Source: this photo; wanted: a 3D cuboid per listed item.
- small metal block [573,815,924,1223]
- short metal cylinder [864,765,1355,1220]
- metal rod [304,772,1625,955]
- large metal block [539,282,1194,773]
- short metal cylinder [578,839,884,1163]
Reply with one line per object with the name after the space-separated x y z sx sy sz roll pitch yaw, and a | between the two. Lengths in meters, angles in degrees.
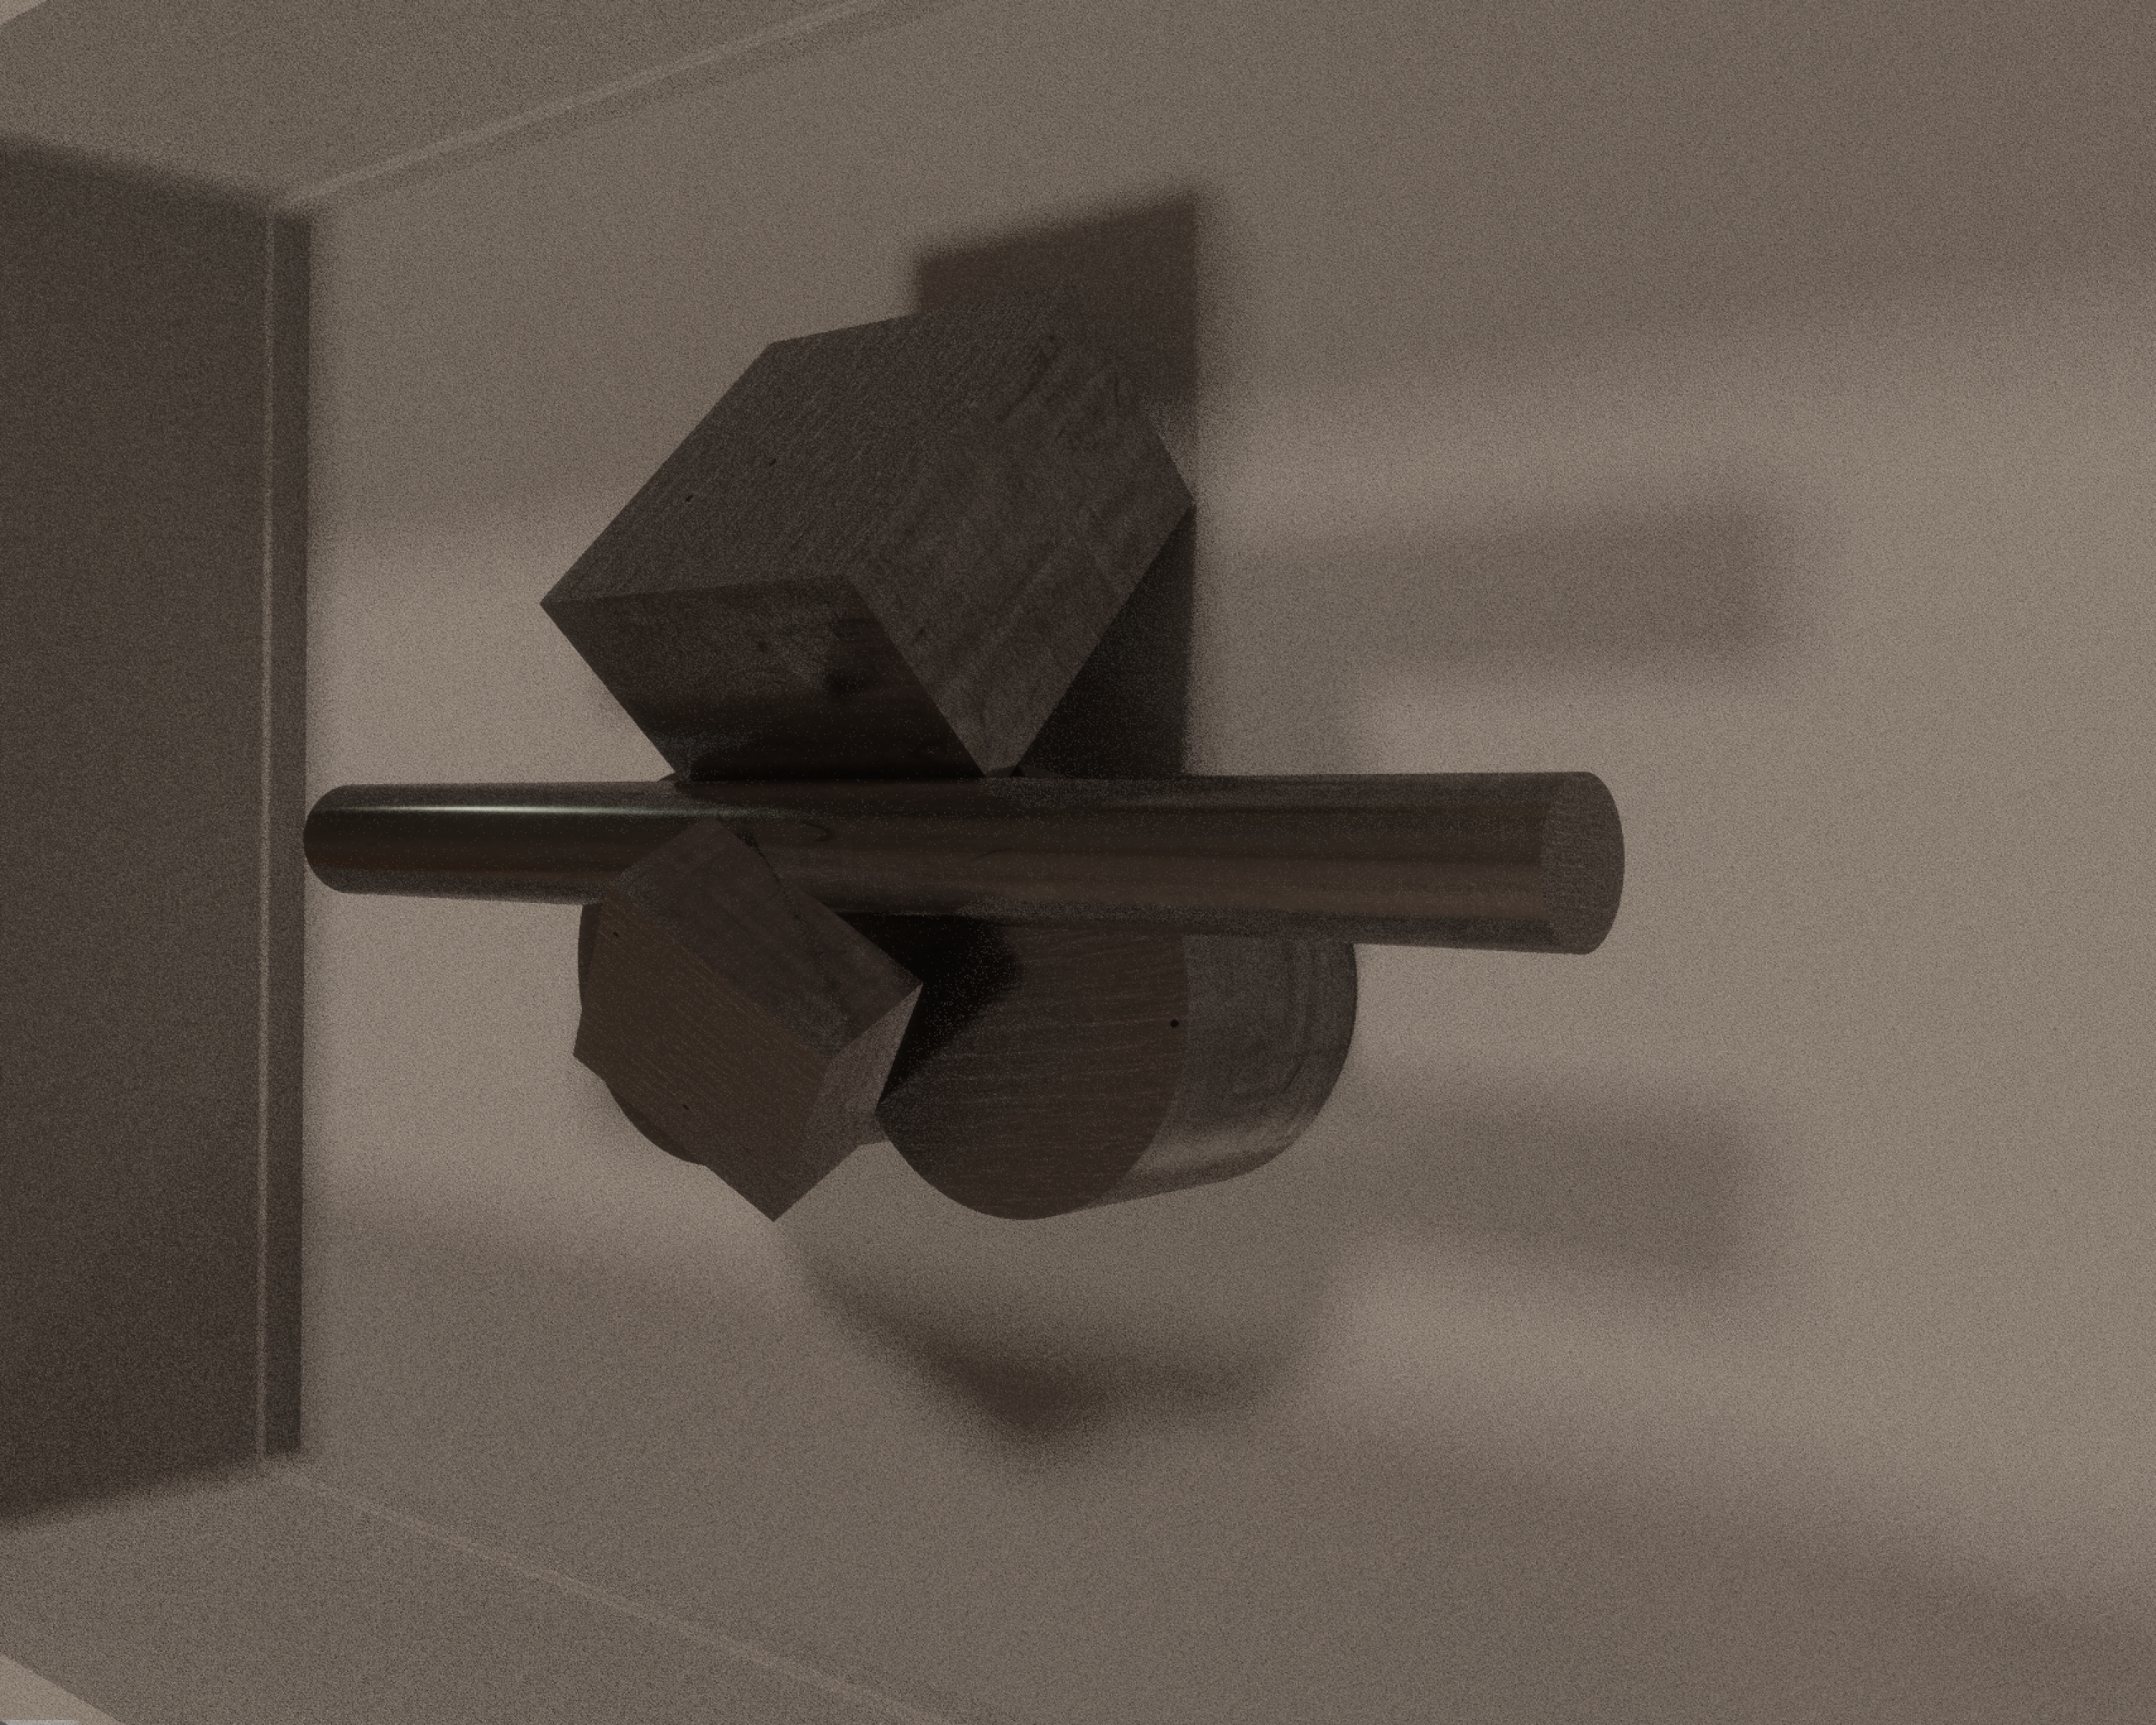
-0.060 0.028 0.373 0.050 0.025 0.050 37 136 13 | small metal block
0.003 0.022 0.385 0.080 0.050 0.079 0 90 39 | short metal cylinder
-0.048 -0.003 0.377 0.300 0.025 0.025 1 91 39 | metal rod
-0.038 -0.059 0.391 0.080 0.050 0.080 1 48 39 | large metal block
-0.059 0.021 0.435 0.080 0.050 0.079 0 90 39 | short metal cylinder
